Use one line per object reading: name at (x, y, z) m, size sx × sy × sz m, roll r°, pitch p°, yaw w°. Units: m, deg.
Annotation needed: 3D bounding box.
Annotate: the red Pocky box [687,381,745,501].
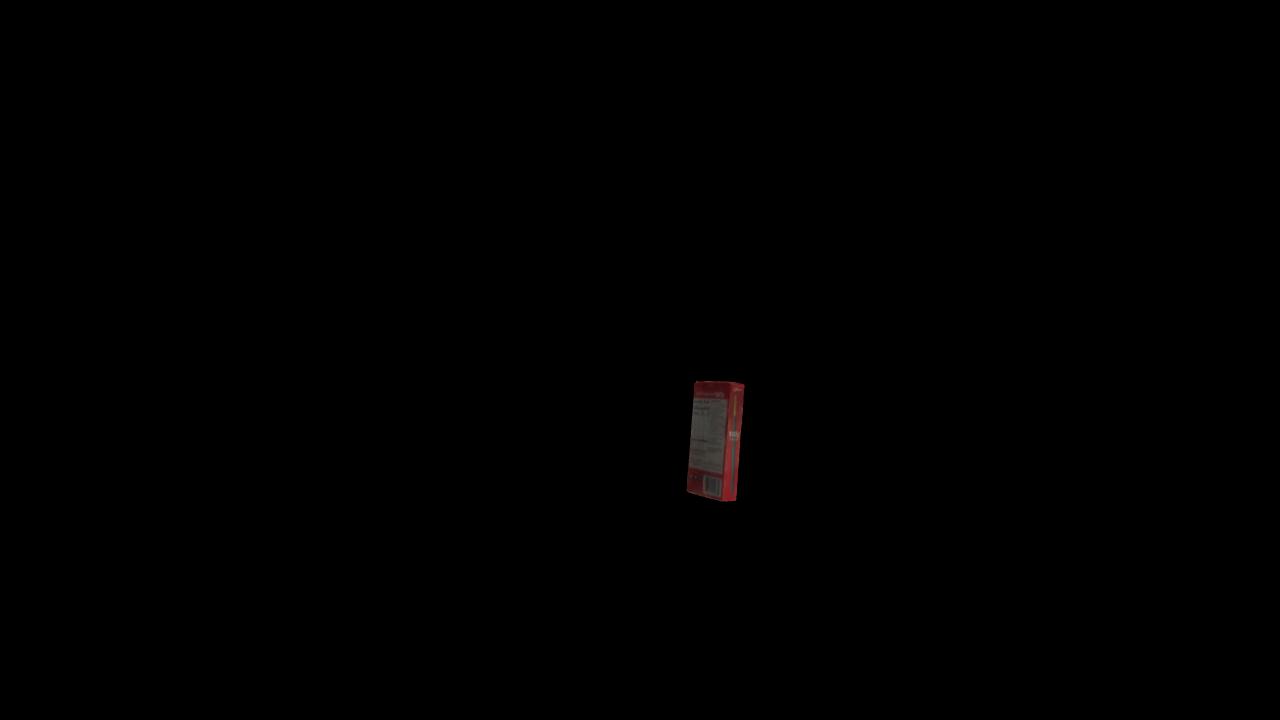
red Pocky box at (0.101, 0.106, 0.826) m, size 0.028 × 0.155 × 0.083 m, roll 7°, pitch -5°, yaw -29°
